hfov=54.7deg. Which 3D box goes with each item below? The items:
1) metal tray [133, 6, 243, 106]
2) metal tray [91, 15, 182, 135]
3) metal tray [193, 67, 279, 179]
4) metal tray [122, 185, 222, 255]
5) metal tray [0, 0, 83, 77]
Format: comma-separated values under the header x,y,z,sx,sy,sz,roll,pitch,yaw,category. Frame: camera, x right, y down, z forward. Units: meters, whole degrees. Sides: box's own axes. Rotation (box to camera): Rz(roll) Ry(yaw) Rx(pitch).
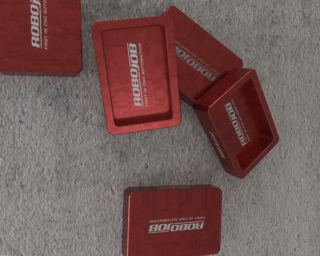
x,y,z,sx,sy,sz,roll,pitch,yaw,category
0.040,-0.088,0.421,0.130,0.030,0.090,33,79,-17,metal tray
-0.026,-0.062,0.369,0.091,0.030,0.129,-8,108,-7,metal tray
0.109,-0.005,0.423,0.090,0.030,0.130,-41,121,-17,metal tray
0.018,0.124,0.413,0.131,0.030,0.089,2,89,-20,metal tray
-0.139,-0.126,0.355,0.091,0.030,0.129,-2,91,-20,metal tray
